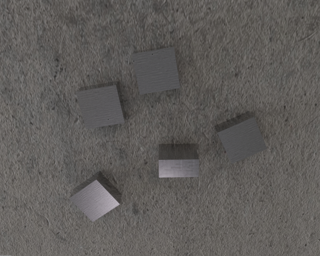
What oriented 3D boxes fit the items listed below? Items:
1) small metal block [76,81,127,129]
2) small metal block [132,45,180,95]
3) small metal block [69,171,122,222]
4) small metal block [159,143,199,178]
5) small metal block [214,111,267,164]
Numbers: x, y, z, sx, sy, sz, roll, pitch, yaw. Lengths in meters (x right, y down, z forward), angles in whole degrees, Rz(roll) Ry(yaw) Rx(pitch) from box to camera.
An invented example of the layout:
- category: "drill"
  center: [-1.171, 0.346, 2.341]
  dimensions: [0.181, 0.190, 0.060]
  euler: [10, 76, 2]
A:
- category: "small metal block"
  center: [-0.074, -0.030, 0.398]
  dimensions: [0.050, 0.025, 0.050]
  euler: [-10, 110, 3]
- category: "small metal block"
  center: [-0.004, -0.072, 0.383]
  dimensions: [0.050, 0.025, 0.050]
  euler: [-9, 110, 3]
- category: "small metal block"
  center: [-0.092, 0.098, 0.445]
  dimensions: [0.050, 0.025, 0.050]
  euler: [-35, 107, 12]
- category: "small metal block"
  center: [0.024, 0.042, 0.412]
  dimensions: [0.050, 0.050, 0.025]
  euler: [-1, 110, 0]
- category: "small metal block"
  center: [0.108, 0.013, 0.415]
  dimensions: [0.050, 0.025, 0.050]
  euler: [-25, 108, 8]
